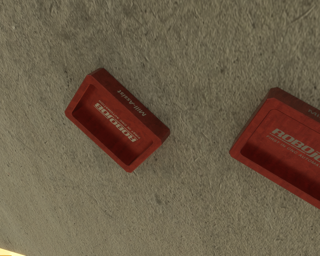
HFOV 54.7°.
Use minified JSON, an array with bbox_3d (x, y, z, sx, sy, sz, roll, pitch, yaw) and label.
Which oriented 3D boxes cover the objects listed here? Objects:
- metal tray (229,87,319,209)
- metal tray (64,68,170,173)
[{"bbox_3d":[0.155,0.026,0.337,0.130,0.030,0.089,31,129,7],"label":"metal tray"},{"bbox_3d":[-0.061,-0.008,0.430,0.130,0.030,0.090,43,129,-2],"label":"metal tray"}]
